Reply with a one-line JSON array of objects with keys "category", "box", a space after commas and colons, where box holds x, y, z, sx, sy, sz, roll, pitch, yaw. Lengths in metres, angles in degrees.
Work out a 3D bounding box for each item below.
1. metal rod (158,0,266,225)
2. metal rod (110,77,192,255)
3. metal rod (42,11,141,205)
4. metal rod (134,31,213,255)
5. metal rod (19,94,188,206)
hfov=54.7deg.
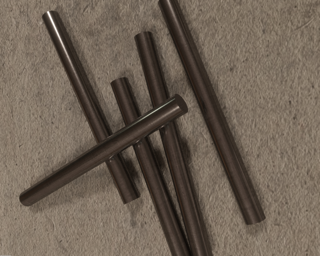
[{"category": "metal rod", "box": [0.061, -0.028, 0.386, 0.025, 0.025, 0.299, -23, 83, 18]}, {"category": "metal rod", "box": [-0.005, 0.074, 0.409, 0.025, 0.025, 0.299, -23, 83, 18]}, {"category": "metal rod", "box": [-0.101, -0.035, 0.443, 0.025, 0.025, 0.299, -28, 81, 17]}, {"category": "metal rod", "box": [0.016, 0.020, 0.402, 0.025, 0.025, 0.298, -17, 85, 19]}, {"category": "metal rod", "box": [-0.091, 0.041, 0.414, 0.299, 0.025, 0.025, -31, 80, 26]}]
